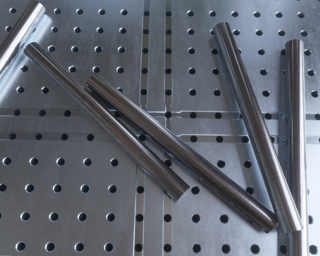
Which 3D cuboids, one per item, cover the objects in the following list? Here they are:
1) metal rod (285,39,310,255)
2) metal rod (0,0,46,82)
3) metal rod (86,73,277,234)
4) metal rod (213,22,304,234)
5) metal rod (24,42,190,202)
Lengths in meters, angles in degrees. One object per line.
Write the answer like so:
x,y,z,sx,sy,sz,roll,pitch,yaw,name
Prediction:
0.179,0.015,0.408,0.025,0.025,0.299,7,70,2,metal rod
-0.243,-0.057,0.429,0.025,0.025,0.300,21,71,7,metal rod
0.020,0.025,0.402,0.300,0.025,0.025,39,74,12,metal rod
0.121,-0.017,0.408,0.025,0.025,0.299,-10,66,-4,metal rod
-0.079,-0.016,0.416,0.300,0.025,0.025,42,75,13,metal rod
